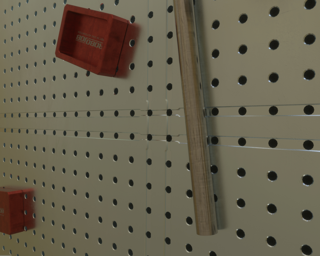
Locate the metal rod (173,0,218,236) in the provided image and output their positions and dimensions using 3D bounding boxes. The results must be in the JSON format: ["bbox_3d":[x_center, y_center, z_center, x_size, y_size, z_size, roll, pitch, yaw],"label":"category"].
[{"bbox_3d":[0.041,-0.025,0.375,0.025,0.025,0.298,-9,84,39],"label":"metal rod"}]

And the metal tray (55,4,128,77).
[{"bbox_3d":[-0.115,-0.143,0.500,0.130,0.030,0.089,27,107,36],"label":"metal tray"}]

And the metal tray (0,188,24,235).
[{"bbox_3d":[-0.354,0.184,0.699,0.130,0.030,0.089,-6,86,39],"label":"metal tray"}]
